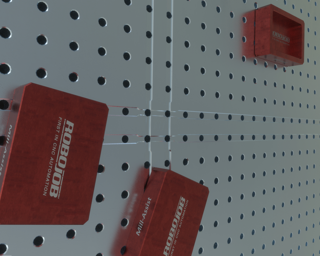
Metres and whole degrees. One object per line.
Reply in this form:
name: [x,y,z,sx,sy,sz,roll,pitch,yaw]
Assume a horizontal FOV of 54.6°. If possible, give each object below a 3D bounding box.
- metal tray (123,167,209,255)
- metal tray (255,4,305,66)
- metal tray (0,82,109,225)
metal tray: [0.011,0.128,0.415,0.090,0.030,0.130,30,71,-36]
metal tray: [0.234,-0.174,0.599,0.131,0.030,0.090,2,89,-40]
metal tray: [-0.108,0.029,0.314,0.091,0.030,0.129,15,81,-39]
